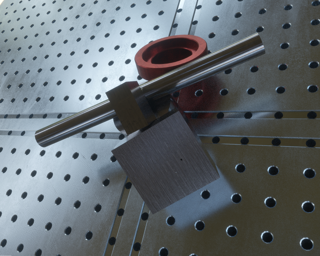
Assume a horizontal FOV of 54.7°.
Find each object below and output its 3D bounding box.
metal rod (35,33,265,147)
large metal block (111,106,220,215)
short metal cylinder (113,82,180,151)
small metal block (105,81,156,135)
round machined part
[{"bbox_3d":[-0.024,-0.040,0.379,0.301,0.025,0.025,-22,54,14],"label":"metal rod"},{"bbox_3d":[0.007,0.032,0.338,0.080,0.050,0.080,-31,97,8],"label":"large metal block"},{"bbox_3d":[-0.013,-0.014,0.406,0.080,0.050,0.080,-13,56,20],"label":"short metal cylinder"},{"bbox_3d":[-0.030,-0.024,0.343,0.025,0.050,0.050,-26,95,12],"label":"small metal block"},{"bbox_3d":[0.018,-0.088,0.426,0.098,0.042,0.098,-9,37,7],"label":"round machined part"}]
